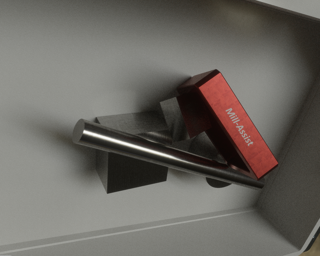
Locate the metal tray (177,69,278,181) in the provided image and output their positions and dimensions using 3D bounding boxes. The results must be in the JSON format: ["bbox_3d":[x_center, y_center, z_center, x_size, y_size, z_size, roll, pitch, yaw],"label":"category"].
[{"bbox_3d":[0.077,-0.005,0.374,0.030,0.090,0.130,-36,100,-6],"label":"metal tray"}]

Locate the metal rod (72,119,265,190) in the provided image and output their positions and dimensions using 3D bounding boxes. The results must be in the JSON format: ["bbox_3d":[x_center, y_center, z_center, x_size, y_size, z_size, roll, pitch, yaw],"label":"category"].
[{"bbox_3d":[0.036,0.043,0.389,0.302,0.025,0.025,19,108,-36],"label":"metal rod"}]

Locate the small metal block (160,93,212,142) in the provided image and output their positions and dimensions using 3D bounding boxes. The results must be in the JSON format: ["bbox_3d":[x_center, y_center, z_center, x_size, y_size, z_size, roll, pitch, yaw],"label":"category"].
[{"bbox_3d":[0.032,-0.015,0.373,0.050,0.025,0.050,-23,96,-48],"label":"small metal block"}]

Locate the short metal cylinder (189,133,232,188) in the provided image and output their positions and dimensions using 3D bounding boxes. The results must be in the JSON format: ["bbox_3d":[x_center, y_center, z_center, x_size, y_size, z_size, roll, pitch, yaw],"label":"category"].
[{"bbox_3d":[0.090,0.043,0.469,0.081,0.050,0.079,-14,125,-21],"label":"short metal cylinder"}]

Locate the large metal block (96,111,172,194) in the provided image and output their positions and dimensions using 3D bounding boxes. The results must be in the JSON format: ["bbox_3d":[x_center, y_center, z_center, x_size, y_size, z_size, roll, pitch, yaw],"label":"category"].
[{"bbox_3d":[-0.034,0.028,0.391,0.081,0.050,0.079,-8,122,-25],"label":"large metal block"}]
